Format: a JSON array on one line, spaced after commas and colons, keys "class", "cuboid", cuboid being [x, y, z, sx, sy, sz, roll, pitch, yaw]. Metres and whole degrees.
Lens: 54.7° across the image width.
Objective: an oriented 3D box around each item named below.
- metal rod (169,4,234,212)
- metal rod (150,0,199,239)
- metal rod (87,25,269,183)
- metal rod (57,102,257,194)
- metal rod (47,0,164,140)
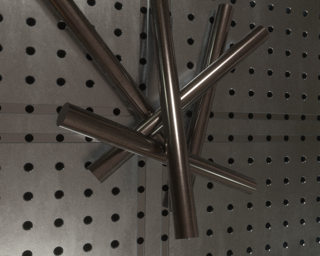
[{"class": "metal rod", "cuboid": [0.060, -0.029, 0.436, 0.025, 0.025, 0.298, 15, 85, -20]}, {"class": "metal rod", "cuboid": [0.013, -0.028, 0.365, 0.025, 0.025, 0.299, 2, 69, -20]}, {"class": "metal rod", "cuboid": [0.034, -0.040, 0.398, 0.301, 0.025, 0.025, -41, 103, -15]}, {"class": "metal rod", "cuboid": [0.021, 0.037, 0.381, 0.302, 0.025, 0.025, 24, 82, -34]}, {"class": "metal rod", "cuboid": [-0.069, -0.087, 0.387, 0.025, 0.025, 0.300, -41, 103, -16]}]
